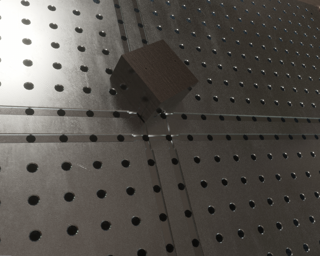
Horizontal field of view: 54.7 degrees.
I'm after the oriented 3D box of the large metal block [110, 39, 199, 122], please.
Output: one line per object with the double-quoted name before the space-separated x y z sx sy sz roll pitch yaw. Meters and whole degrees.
"large metal block" -0.008 -0.067 0.431 0.081 0.050 0.080 -33 81 -38
